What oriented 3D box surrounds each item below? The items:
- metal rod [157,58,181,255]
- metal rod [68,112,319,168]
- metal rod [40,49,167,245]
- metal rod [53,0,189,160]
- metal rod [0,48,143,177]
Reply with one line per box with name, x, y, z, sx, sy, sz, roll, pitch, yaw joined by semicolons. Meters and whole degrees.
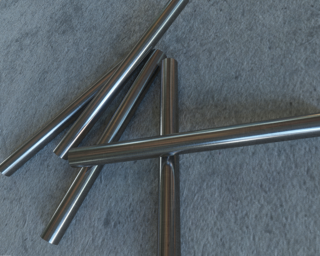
metal rod;0.011;0.034;0.375;0.025;0.025;0.299;-12;56;21
metal rod;0.039;0.015;0.346;0.301;0.025;0.025;-9;58;13
metal rod;-0.070;0.014;0.429;0.025;0.025;0.300;17;70;34
metal rod;-0.056;-0.079;0.461;0.025;0.025;0.300;35;87;38
metal rod;-0.131;-0.031;0.489;0.300;0.025;0.025;-41;51;0
